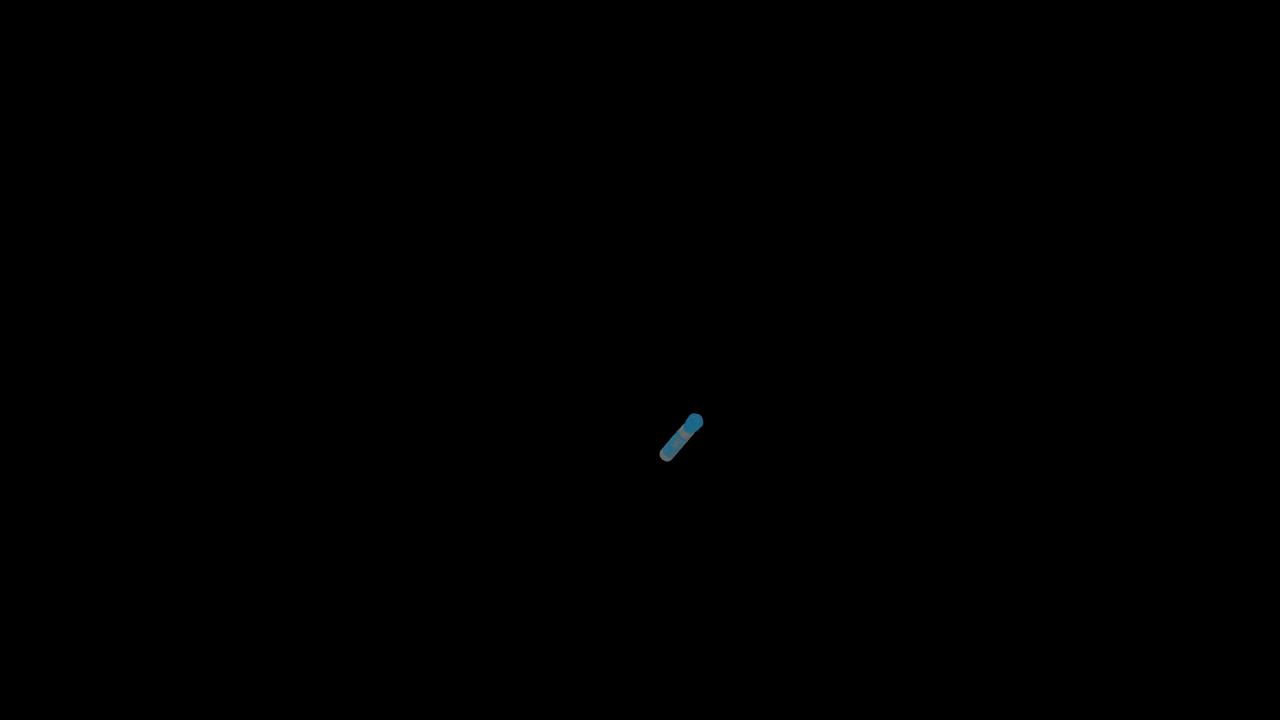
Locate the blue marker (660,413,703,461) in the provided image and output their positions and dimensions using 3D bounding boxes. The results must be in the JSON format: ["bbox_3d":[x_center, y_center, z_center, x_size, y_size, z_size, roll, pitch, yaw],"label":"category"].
[{"bbox_3d":[0.050,0.095,0.746,0.020,0.020,0.121,0,-28,-17],"label":"blue marker"}]
